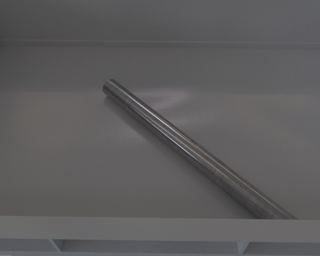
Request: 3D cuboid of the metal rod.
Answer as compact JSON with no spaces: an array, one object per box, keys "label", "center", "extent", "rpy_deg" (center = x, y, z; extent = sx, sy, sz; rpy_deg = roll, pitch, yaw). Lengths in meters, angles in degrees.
[{"label":"metal rod","center":[0.030,0.022,0.387],"extent":[0.025,0.025,0.300],"rpy_deg":[-37,59,-27]}]
